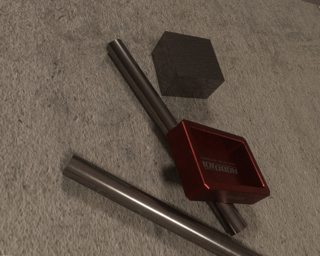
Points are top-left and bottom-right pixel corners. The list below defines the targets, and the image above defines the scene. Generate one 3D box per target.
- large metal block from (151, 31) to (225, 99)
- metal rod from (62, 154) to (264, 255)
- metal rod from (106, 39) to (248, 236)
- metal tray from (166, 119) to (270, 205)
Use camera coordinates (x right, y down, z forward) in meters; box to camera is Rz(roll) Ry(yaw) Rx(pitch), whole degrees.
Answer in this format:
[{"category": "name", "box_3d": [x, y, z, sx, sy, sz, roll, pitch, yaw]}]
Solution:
[{"category": "large metal block", "box_3d": [0.040, -0.093, 0.468, 0.081, 0.050, 0.080, 1, 61, -28]}, {"category": "metal rod", "box_3d": [0.031, 0.113, 0.352, 0.301, 0.025, 0.025, 30, 52, -9]}, {"category": "metal rod", "box_3d": [0.016, 0.004, 0.411, 0.025, 0.025, 0.299, -25, 75, -37]}, {"category": "metal tray", "box_3d": [0.075, 0.045, 0.384, 0.131, 0.030, 0.090, 15, 46, -40]}]
